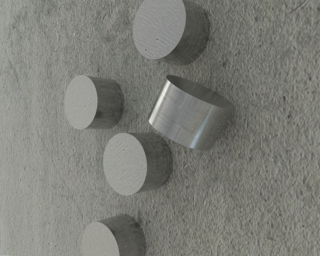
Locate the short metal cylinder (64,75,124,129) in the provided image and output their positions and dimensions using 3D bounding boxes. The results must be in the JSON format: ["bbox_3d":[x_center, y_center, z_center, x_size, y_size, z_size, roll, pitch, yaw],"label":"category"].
[{"bbox_3d":[-0.101,-0.038,0.472,0.080,0.050,0.080,0,90,40],"label":"short metal cylinder"}]

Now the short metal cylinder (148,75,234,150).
[{"bbox_3d":[0.034,-0.018,0.341,0.080,0.081,0.050,38,113,33],"label":"short metal cylinder"}]

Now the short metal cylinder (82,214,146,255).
[{"bbox_3d":[-0.067,0.169,0.444,0.080,0.050,0.080,0,90,40],"label":"short metal cylinder"}]

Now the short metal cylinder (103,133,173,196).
[{"bbox_3d":[-0.030,0.046,0.414,0.080,0.050,0.080,0,90,40],"label":"short metal cylinder"}]

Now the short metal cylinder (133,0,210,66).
[{"bbox_3d":[0.013,-0.120,0.378,0.080,0.050,0.080,0,90,40],"label":"short metal cylinder"}]
